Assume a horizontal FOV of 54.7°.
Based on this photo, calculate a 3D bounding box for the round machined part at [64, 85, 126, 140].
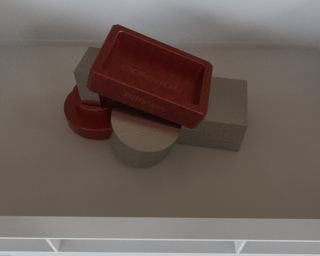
[{"bbox_3d":[-0.081,-0.035,0.420,0.099,0.042,0.098,0,50,0],"label":"round machined part"}]

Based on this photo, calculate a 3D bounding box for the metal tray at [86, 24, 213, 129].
[{"bbox_3d":[-0.007,-0.061,0.359,0.131,0.030,0.090,20,50,-8],"label":"metal tray"}]

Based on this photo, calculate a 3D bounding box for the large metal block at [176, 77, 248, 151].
[{"bbox_3d":[0.068,-0.022,0.404,0.080,0.050,0.080,8,50,6],"label":"large metal block"}]

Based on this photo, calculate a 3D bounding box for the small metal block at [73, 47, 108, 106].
[{"bbox_3d":[-0.081,-0.064,0.385,0.025,0.050,0.050,10,51,8],"label":"small metal block"}]

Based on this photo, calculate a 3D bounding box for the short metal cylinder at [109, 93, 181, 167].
[{"bbox_3d":[-0.020,0.001,0.371,0.081,0.050,0.080,6,63,-11],"label":"short metal cylinder"}]
